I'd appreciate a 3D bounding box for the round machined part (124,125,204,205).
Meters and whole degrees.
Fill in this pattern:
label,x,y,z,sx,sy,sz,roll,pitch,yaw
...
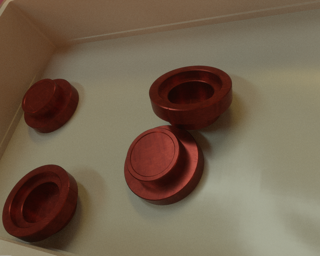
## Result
label,x,y,z,sx,sy,sz,roll,pitch,yaw
round machined part,-0.001,0.039,0.370,0.098,0.042,0.098,-13,56,20

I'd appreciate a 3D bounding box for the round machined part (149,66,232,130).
label,x,y,z,sx,sy,sz,roll,pitch,yaw
round machined part,0.039,-0.034,0.380,0.099,0.042,0.098,-8,38,6

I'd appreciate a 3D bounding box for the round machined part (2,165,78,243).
label,x,y,z,sx,sy,sz,roll,pitch,yaw
round machined part,-0.149,0.100,0.404,0.098,0.042,0.098,-14,49,16

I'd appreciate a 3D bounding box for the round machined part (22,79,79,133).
label,x,y,z,sx,sy,sz,roll,pitch,yaw
round machined part,-0.190,-0.043,0.518,0.098,0.042,0.098,-13,56,20
